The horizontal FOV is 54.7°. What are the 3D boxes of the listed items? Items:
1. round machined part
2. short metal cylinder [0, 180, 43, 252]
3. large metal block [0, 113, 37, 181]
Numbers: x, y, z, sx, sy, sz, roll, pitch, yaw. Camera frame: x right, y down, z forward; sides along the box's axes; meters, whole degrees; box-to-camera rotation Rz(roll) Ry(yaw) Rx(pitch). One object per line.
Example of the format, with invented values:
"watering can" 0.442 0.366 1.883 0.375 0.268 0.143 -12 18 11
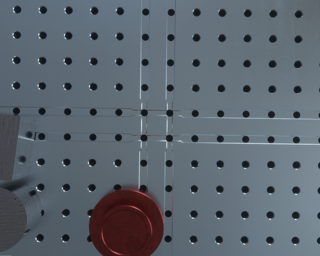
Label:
"round machined part" -0.044 0.129 0.404 0.099 0.042 0.097 0 90 0
"short metal cylinder" -0.201 0.111 0.399 0.081 0.050 0.080 0 90 0
"large metal block" -0.214 0.020 0.399 0.080 0.050 0.080 8 90 0
